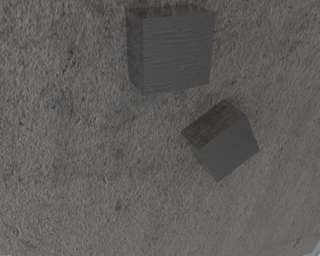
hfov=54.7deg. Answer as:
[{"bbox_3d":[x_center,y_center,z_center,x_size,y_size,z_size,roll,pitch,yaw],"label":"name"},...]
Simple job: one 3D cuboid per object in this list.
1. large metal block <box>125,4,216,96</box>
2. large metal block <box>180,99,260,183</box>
[{"bbox_3d":[0.010,-0.088,0.342,0.081,0.050,0.079,-13,124,-21],"label":"large metal block"},{"bbox_3d":[0.088,0.019,0.451,0.080,0.050,0.080,-37,129,-4],"label":"large metal block"}]
